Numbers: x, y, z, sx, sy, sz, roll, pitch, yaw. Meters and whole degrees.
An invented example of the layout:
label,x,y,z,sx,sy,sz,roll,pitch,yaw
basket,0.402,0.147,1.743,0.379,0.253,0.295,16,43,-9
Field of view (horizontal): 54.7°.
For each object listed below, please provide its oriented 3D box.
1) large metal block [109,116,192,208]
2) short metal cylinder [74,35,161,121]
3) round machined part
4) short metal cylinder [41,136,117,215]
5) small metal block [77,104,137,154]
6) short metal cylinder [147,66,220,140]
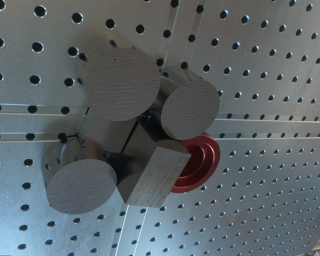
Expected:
label,x,y,z,sx,sy,sz,roll,pitch,yaw
large metal block,-0.018,0.040,0.386,0.050,0.080,0.080,17,110,-35
short metal cylinder,-0.047,-0.054,0.336,0.081,0.050,0.079,-14,124,-21
round machined part,0.034,0.042,0.444,0.099,0.042,0.097,-14,124,-21
short metal cylinder,-0.099,0.057,0.376,0.081,0.050,0.079,-14,124,-21
small metal block,-0.064,0.000,0.375,0.050,0.025,0.050,16,110,-35
short metal cylinder,0.027,-0.032,0.390,0.081,0.050,0.079,-14,124,-21
